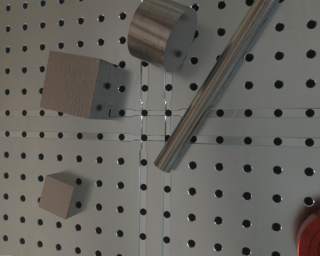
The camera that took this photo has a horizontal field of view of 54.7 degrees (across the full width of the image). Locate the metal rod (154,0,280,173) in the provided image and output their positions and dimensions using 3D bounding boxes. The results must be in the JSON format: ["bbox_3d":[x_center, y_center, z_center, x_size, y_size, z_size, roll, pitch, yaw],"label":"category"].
[{"bbox_3d":[0.079,-0.073,0.384,0.025,0.025,0.299,34,101,16],"label":"metal rod"}]

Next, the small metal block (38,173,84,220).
[{"bbox_3d":[-0.148,0.101,0.463,0.050,0.025,0.050,18,96,18],"label":"small metal block"}]

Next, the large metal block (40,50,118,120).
[{"bbox_3d":[-0.114,-0.059,0.438,0.080,0.050,0.079,13,94,19],"label":"large metal block"}]

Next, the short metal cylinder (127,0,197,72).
[{"bbox_3d":[0.004,-0.115,0.381,0.050,0.080,0.080,28,99,17],"label":"short metal cylinder"}]

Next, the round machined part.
[{"bbox_3d":[0.200,0.132,0.333,0.098,0.042,0.097,0,90,19],"label":"round machined part"}]
